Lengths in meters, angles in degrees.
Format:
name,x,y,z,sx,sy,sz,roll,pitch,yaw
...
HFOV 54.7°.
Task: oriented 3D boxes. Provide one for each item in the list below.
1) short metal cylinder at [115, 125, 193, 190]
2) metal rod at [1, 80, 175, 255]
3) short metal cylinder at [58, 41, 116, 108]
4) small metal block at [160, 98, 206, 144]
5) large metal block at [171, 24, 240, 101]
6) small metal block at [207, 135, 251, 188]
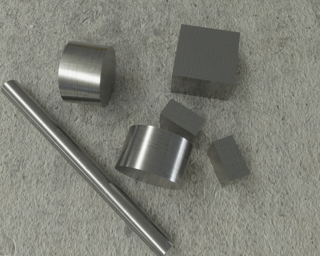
name,x,y,z,sx,sy,sz,roll,pitch,yaw
short metal cylinder,-0.006,0.036,0.366,0.080,0.080,0.050,16,71,5
metal rod,-0.099,0.042,0.391,0.300,0.025,0.025,43,75,13
short metal cylinder,-0.092,-0.069,0.403,0.050,0.080,0.080,9,70,3
small metal block,0.028,-0.005,0.397,0.050,0.050,0.025,32,73,11
large metal block,0.062,-0.090,0.428,0.080,0.050,0.080,9,70,3
small metal block,0.082,0.042,0.380,0.025,0.050,0.050,-19,71,-7
